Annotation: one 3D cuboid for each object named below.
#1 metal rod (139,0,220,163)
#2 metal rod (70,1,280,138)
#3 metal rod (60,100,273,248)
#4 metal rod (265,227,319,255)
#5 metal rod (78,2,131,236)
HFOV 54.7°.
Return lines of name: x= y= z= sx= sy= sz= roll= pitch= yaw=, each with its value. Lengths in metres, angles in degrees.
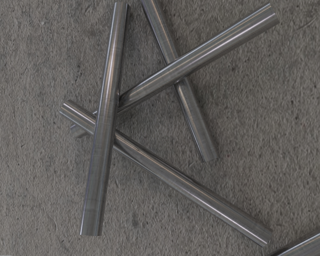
metal rod: x=0.012 y=-0.100 z=0.404 sx=0.025 sy=0.025 sz=0.299 roll=-23 pitch=83 yaw=18
metal rod: x=-0.002 y=-0.058 z=0.385 sx=0.300 sy=0.025 sz=0.025 roll=-27 pitch=81 yaw=27
metal rod: x=0.000 y=0.051 z=0.390 sx=0.301 sy=0.025 sz=0.025 roll=32 pitch=101 yaw=10
metal rod: x=0.094 y=0.189 z=0.375 sx=0.300 sy=0.025 sz=0.025 roll=-37 pitch=79 yaw=16
metal rod: x=-0.065 y=-0.024 z=0.386 sx=0.025 sy=0.025 sz=0.299 roll=-1 pitch=72 yaw=20
